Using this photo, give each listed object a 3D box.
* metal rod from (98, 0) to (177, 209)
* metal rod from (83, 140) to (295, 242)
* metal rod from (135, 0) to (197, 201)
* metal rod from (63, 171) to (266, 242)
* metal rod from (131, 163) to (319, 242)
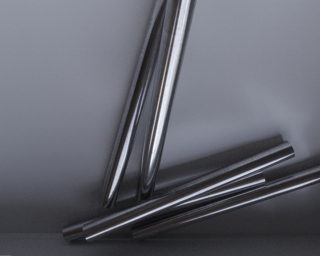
[{"bbox_3d":[-0.033,-0.024,0.401,0.025,0.025,0.298,16,109,-6],"label":"metal rod"},{"bbox_3d":[0.039,0.086,0.424,0.301,0.025,0.025,-23,109,0],"label":"metal rod"},{"bbox_3d":[-0.001,-0.012,0.354,0.025,0.025,0.298,8,130,-4],"label":"metal rod"},{"bbox_3d":[0.002,0.113,0.453,0.301,0.025,0.025,-18,109,6],"label":"metal rod"},{"bbox_3d":[0.102,0.109,0.453,0.301,0.025,0.025,-20,109,6],"label":"metal rod"}]
